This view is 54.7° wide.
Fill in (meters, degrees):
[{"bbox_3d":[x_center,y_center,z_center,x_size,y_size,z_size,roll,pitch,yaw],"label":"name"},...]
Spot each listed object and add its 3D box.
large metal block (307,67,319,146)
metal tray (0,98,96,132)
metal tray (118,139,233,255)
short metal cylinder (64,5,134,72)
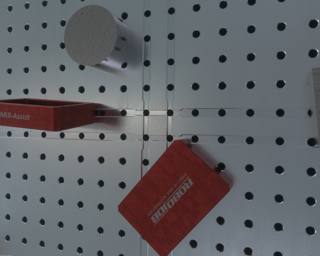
[{"bbox_3d":[0.205,-0.025,0.327,0.080,0.050,0.080,-5,88,20],"label":"large metal block"},{"bbox_3d":[-0.169,-0.022,0.435,0.130,0.090,0.030,5,100,20],"label":"metal tray"},{"bbox_3d":[0.018,0.089,0.404,0.090,0.030,0.130,43,103,14],"label":"metal tray"},{"bbox_3d":[-0.083,-0.121,0.429,0.080,0.050,0.079,0,90,20],"label":"short metal cylinder"}]
